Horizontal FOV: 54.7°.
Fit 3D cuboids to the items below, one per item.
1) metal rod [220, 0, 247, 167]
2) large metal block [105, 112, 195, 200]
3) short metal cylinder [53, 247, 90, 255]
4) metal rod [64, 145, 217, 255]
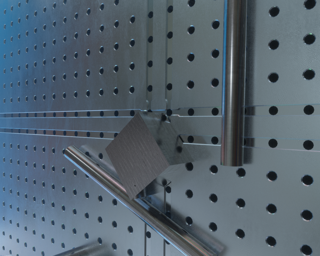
[{"bbox_3d":[0.082,-0.108,0.341,0.025,0.025,0.298,2,91,40],"label":"metal rod"},{"bbox_3d":[-0.016,0.035,0.406,0.080,0.050,0.080,-45,63,30],"label":"large metal block"},{"bbox_3d":[-0.152,0.248,0.519,0.080,0.050,0.079,0,90,40],"label":"short metal cylinder"},{"bbox_3d":[-0.048,0.099,0.448,0.300,0.025,0.025,28,108,36],"label":"metal rod"}]
